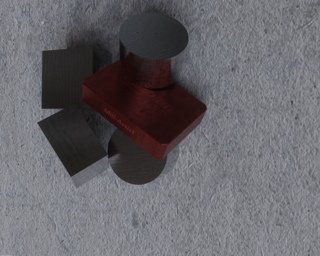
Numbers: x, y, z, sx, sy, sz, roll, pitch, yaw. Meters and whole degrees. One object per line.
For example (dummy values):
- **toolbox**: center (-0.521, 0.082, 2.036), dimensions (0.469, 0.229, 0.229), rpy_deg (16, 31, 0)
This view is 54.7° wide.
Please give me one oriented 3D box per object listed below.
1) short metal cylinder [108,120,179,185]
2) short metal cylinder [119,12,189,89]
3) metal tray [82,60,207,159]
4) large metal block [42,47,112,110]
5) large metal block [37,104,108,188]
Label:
- **short metal cylinder**: center (-0.020, 0.030, 0.405), dimensions (0.080, 0.050, 0.080), rpy_deg (0, 90, 20)
- **short metal cylinder**: center (-0.009, -0.095, 0.379), dimensions (0.081, 0.050, 0.080), rpy_deg (3, 57, -5)
- **metal tray**: center (-0.020, -0.032, 0.384), dimensions (0.130, 0.091, 0.030), rpy_deg (37, 142, 16)
- **large metal block**: center (-0.116, -0.066, 0.436), dimensions (0.080, 0.050, 0.080), rpy_deg (1, 90, 20)
- **large metal block**: center (-0.113, 0.027, 0.413), dimensions (0.050, 0.080, 0.080), rpy_deg (-32, 78, -19)
